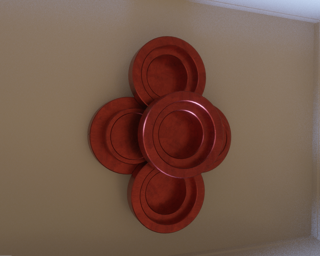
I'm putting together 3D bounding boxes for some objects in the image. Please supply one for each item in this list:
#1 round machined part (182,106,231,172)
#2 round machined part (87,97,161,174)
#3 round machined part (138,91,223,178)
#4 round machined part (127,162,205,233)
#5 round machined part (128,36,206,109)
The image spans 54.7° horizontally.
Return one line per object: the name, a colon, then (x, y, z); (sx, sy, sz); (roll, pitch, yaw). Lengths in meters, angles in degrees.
round machined part: (0.056, 0.013, 0.421); (0.099, 0.042, 0.097); (0, 90, -21)
round machined part: (-0.038, 0.010, 0.386); (0.099, 0.042, 0.097); (0, 90, -21)
round machined part: (0.021, 0.007, 0.363); (0.099, 0.042, 0.097); (0, 90, -21)
round machined part: (0.005, 0.082, 0.402); (0.099, 0.042, 0.097); (0, 90, -21)
round machined part: (0.006, -0.065, 0.402); (0.099, 0.042, 0.097); (0, 90, -21)
